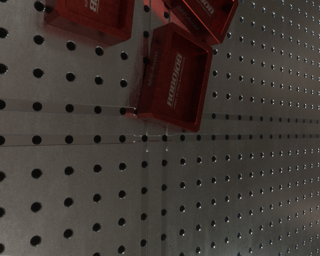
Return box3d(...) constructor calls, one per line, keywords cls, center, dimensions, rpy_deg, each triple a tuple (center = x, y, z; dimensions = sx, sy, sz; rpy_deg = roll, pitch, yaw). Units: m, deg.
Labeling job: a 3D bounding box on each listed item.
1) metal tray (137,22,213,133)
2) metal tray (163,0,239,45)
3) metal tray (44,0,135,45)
box3d(cls="metal tray", center=(0.024, -0.066, 0.428), dimensions=(0.091, 0.030, 0.129), rpy_deg=(19, 78, -39))
box3d(cls="metal tray", center=(0.058, -0.195, 0.456), dimensions=(0.130, 0.030, 0.090), rpy_deg=(37, 67, -34))
box3d(cls="metal tray", center=(-0.072, -0.170, 0.346), dimensions=(0.091, 0.030, 0.129), rpy_deg=(9, 84, -40))
